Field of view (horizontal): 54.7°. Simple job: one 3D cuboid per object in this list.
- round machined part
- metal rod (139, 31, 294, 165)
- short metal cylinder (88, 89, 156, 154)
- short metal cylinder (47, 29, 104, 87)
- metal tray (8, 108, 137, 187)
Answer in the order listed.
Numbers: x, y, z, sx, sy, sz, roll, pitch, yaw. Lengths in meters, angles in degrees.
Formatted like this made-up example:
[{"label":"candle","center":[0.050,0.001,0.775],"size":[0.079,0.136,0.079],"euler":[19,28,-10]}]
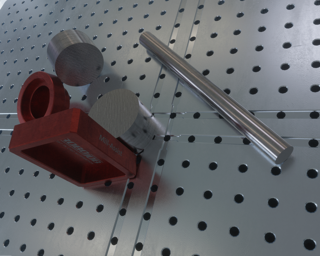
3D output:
[{"label":"round machined part","center":[-0.186,-0.040,0.506],"size":[0.098,0.042,0.097],"euler":[-6,79,34]},{"label":"metal rod","center":[0.053,-0.059,0.416],"size":[0.025,0.025,0.300],"euler":[-41,51,0]},{"label":"short metal cylinder","center":[-0.052,-0.007,0.424],"size":[0.080,0.050,0.080],"euler":[-13,56,21]},{"label":"short metal cylinder","center":[-0.142,-0.117,0.519],"size":[0.080,0.080,0.050],"euler":[-39,51,2]},{"label":"metal tray","center":[-0.097,0.030,0.373],"size":[0.090,0.130,0.030],"euler":[-14,56,20]}]
